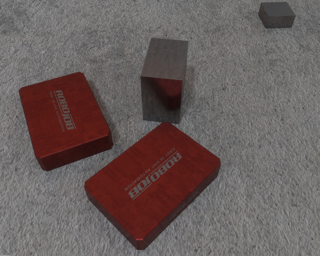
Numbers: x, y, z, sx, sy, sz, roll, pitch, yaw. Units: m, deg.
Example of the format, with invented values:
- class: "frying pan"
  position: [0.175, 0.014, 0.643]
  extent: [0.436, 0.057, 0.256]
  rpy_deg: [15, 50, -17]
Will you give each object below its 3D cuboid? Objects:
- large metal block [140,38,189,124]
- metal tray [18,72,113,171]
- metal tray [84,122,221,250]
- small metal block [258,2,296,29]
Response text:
- class: "large metal block"
  position: [0.007, -0.064, 0.421]
  extent: [0.050, 0.080, 0.080]
  rpy_deg: [7, 50, 5]
- class: "metal tray"
  position: [-0.127, -0.015, 0.411]
  extent: [0.091, 0.030, 0.130]
  rpy_deg: [-19, 53, -16]
- class: "metal tray"
  position: [-0.006, 0.058, 0.351]
  extent: [0.090, 0.030, 0.131]
  rpy_deg: [37, 59, 26]
- class: "small metal block"
  position: [0.220, -0.214, 0.586]
  extent: [0.050, 0.025, 0.050]
  rpy_deg: [-3, 50, -3]
